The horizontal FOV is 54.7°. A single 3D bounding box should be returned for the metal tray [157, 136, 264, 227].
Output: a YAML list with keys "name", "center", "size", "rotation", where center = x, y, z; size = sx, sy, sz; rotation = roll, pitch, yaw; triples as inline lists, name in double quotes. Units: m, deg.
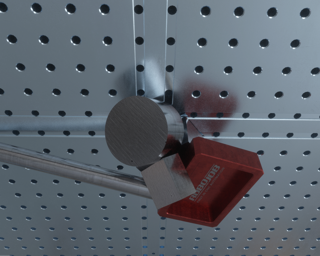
- name: "metal tray"
  center: [0.060, 0.076, 0.404]
  size: [0.091, 0.030, 0.129]
  rotation: [16, 128, -14]

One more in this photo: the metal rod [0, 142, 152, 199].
- name: "metal rod"
  center: [-0.142, 0.049, 0.413]
  size: [0.302, 0.025, 0.025]
  rotation: [13, 130, 3]

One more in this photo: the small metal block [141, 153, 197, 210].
- name: "small metal block"
  center: [0.009, 0.064, 0.371]
  size: [0.025, 0.050, 0.050]
  rotation: [-15, 164, -41]

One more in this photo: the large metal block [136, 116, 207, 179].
- name: "large metal block"
  center: [0.025, 0.042, 0.430]
  size: [0.080, 0.050, 0.080]
  rotation: [-28, 125, 21]

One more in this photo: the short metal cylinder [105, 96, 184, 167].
- name: "short metal cylinder"
  center: [-0.018, 0.004, 0.371]
  size: [0.080, 0.080, 0.050]
  rotation: [-28, 168, 21]
